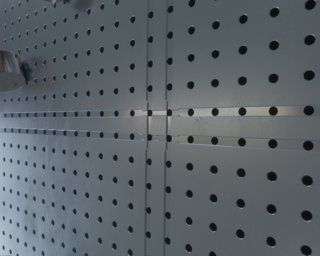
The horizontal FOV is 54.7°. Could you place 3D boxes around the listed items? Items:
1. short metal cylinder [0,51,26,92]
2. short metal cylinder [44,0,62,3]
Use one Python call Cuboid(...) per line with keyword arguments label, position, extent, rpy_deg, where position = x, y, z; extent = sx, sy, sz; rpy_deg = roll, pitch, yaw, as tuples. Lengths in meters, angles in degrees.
Cuboid(label="short metal cylinder", position=(-0.328, -0.117, 0.645), extent=(0.080, 0.081, 0.050), rpy_deg=(-30, 71, 36))
Cuboid(label="short metal cylinder", position=(-0.198, -0.265, 0.537), extent=(0.050, 0.081, 0.080), rpy_deg=(-47, 62, 30))
